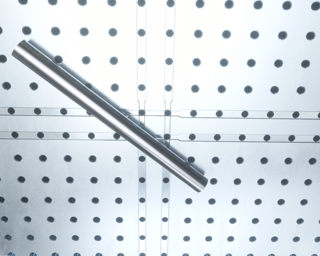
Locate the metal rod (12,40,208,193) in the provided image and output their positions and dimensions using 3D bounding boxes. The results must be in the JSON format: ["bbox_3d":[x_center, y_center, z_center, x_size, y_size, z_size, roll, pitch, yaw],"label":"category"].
[{"bbox_3d":[-0.055,-0.008,0.409,0.301,0.025,0.025,38,106,-13],"label":"metal rod"}]
